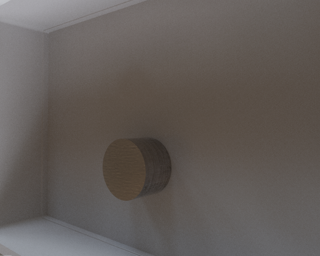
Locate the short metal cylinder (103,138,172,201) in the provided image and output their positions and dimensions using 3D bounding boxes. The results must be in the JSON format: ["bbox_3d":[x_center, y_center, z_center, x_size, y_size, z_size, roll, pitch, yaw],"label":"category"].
[{"bbox_3d":[-0.032,0.053,0.418,0.080,0.050,0.080,0,90,40],"label":"short metal cylinder"}]
